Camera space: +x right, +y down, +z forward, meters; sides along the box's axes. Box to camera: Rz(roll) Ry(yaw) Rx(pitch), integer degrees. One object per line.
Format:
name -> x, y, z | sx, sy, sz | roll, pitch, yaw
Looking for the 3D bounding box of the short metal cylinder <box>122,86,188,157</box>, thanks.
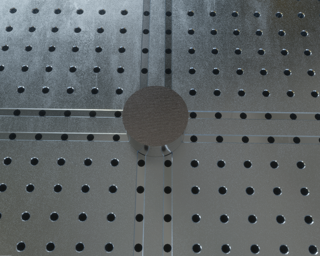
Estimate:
short metal cylinder -> -0.006, -0.008, 0.401 | 0.081, 0.050, 0.080 | 0, 70, 0
